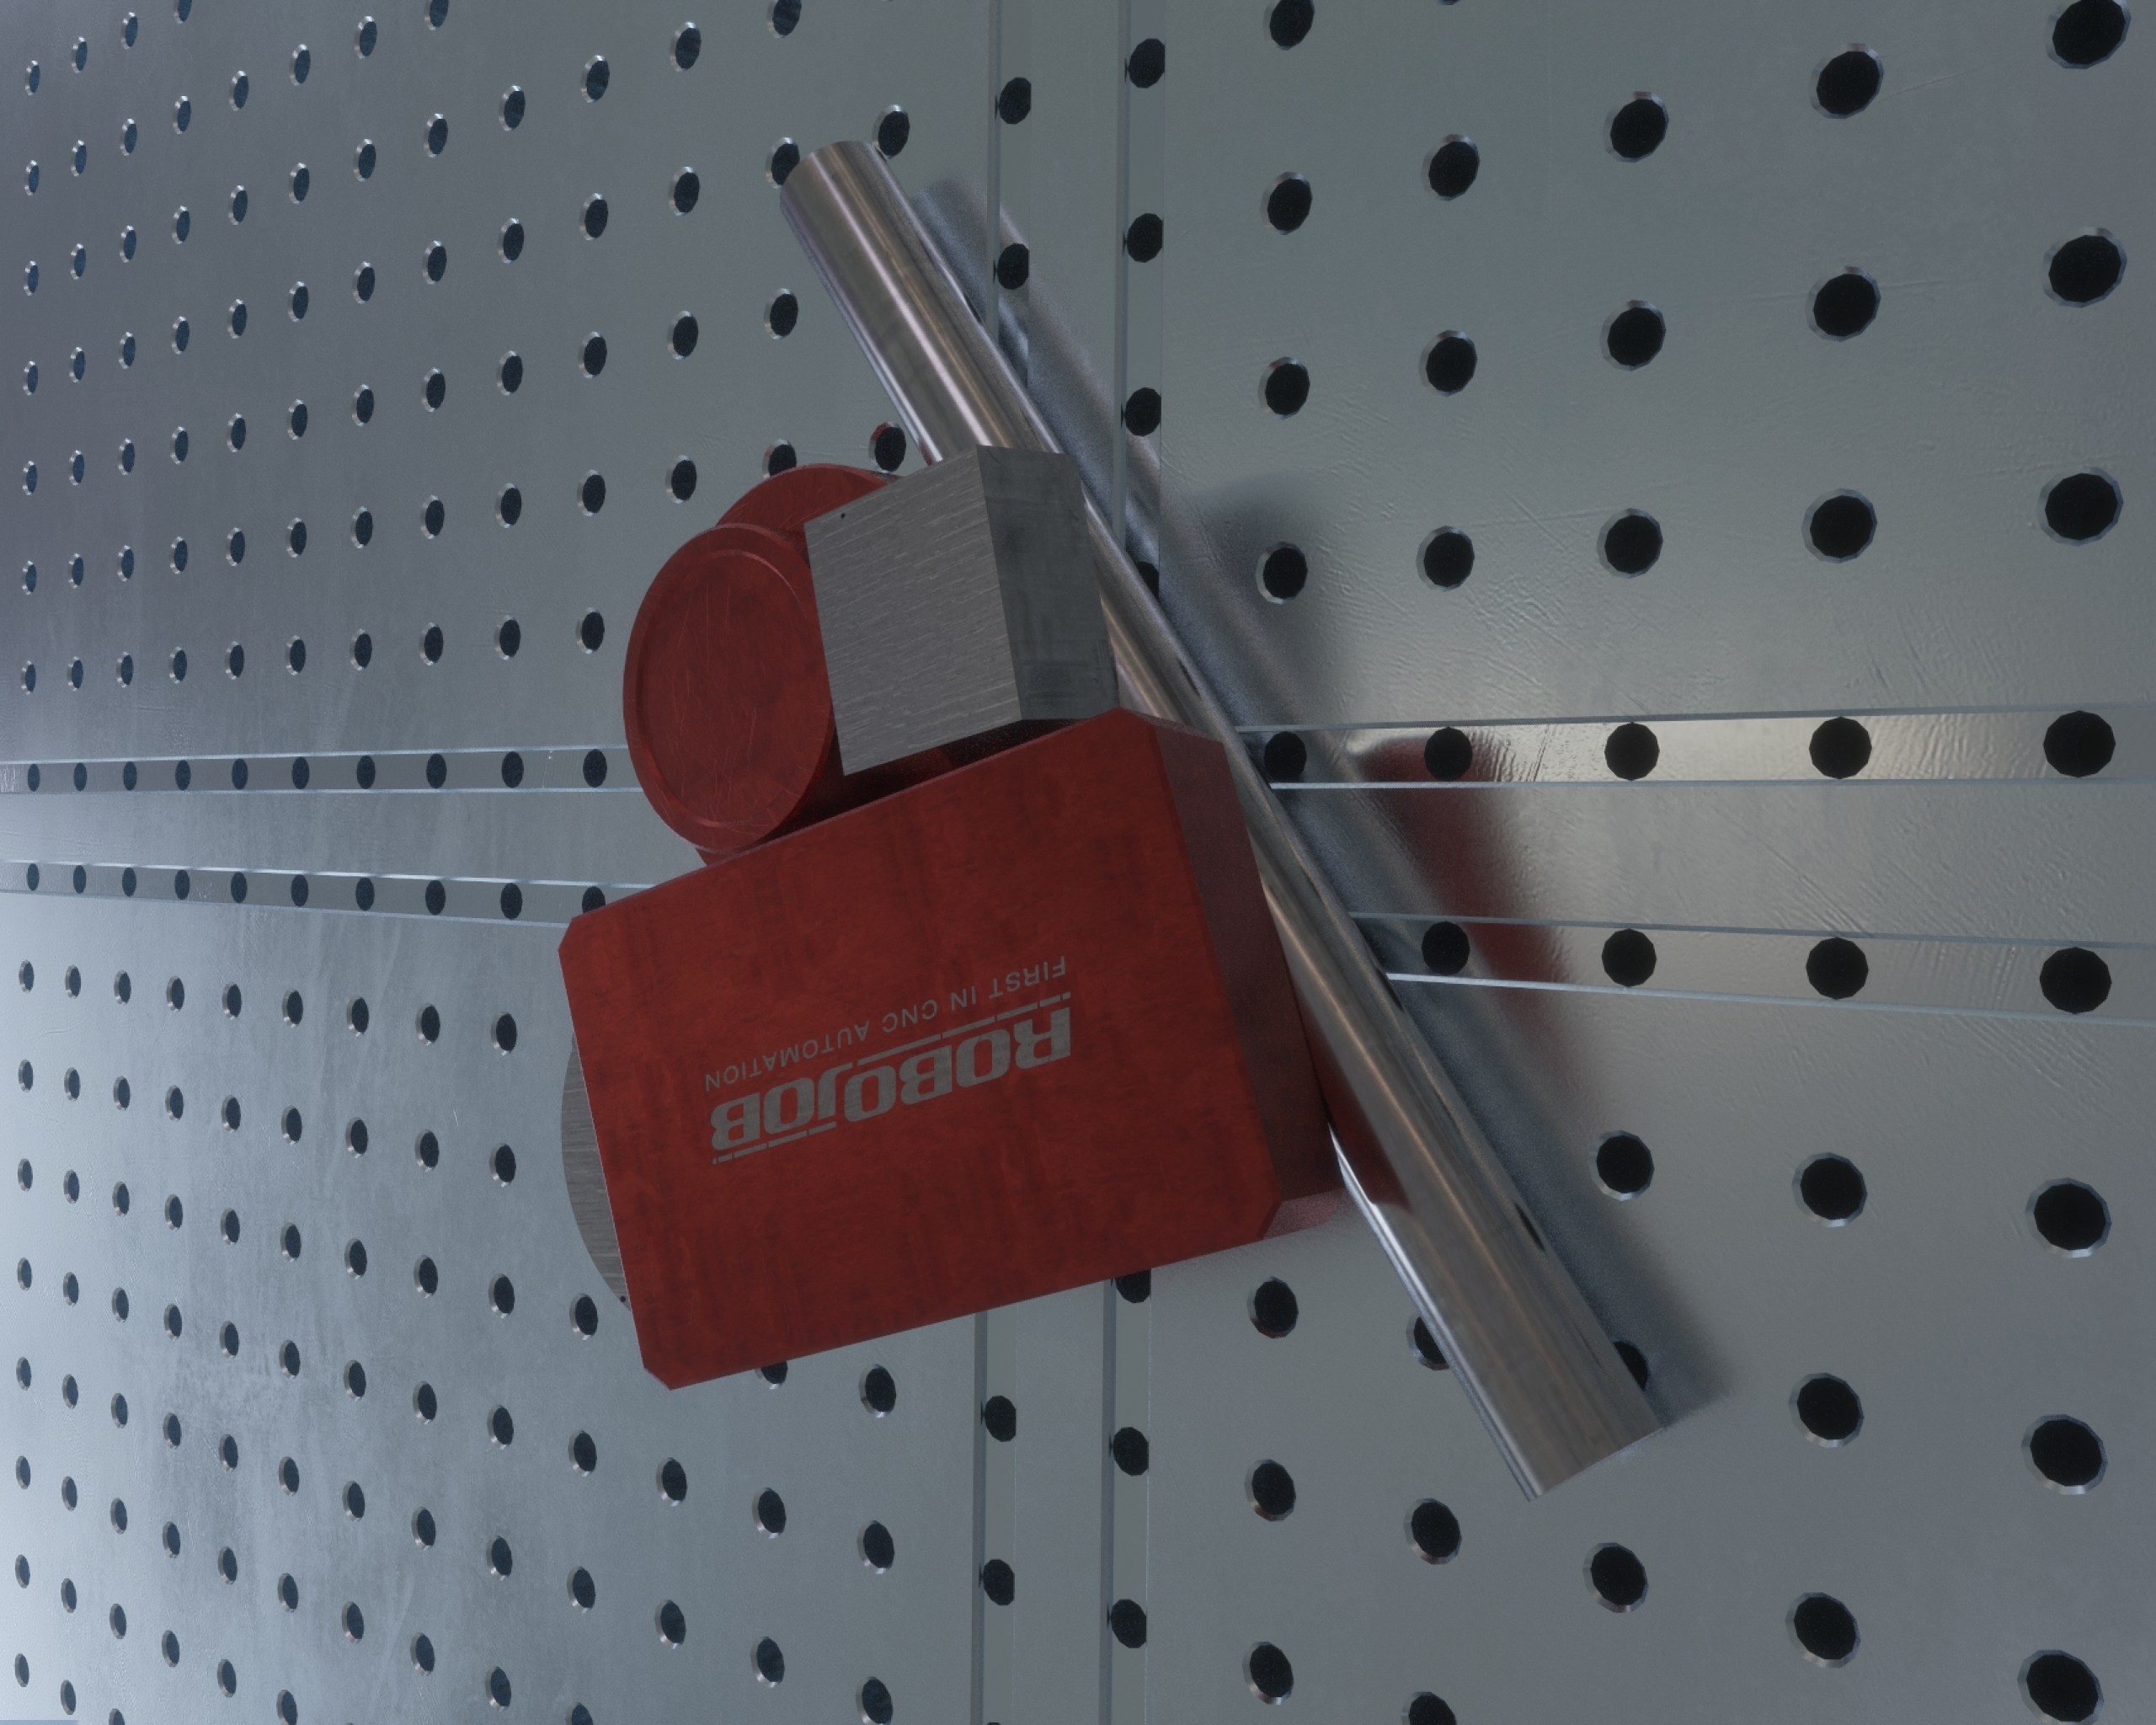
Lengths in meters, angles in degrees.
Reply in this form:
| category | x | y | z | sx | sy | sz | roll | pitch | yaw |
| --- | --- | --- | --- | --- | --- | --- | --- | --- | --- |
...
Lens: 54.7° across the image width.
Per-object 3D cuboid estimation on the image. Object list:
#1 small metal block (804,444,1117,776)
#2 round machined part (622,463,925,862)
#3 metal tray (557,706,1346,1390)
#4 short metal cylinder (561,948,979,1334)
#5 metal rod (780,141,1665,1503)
| category | x | y | z | sx | sy | sz | roll | pitch | yaw |
| --- | --- | --- | --- | --- | --- | --- | --- | --- | --- |
| small metal block | -0.022 | -0.046 | 0.392 | 0.050 | 0.025 | 0.050 | -14 | 84 | 44 |
| round machined part | -0.059 | -0.036 | 0.440 | 0.098 | 0.042 | 0.097 | 0 | 90 | 41 |
| metal tray | -0.027 | 0.036 | 0.373 | 0.130 | 0.030 | 0.090 | -20 | 78 | 25 |
| short metal cylinder | -0.064 | 0.057 | 0.440 | 0.080 | 0.050 | 0.079 | 0 | 90 | 40 |
| metal rod | 0.016 | -0.024 | 0.392 | 0.025 | 0.025 | 0.299 | -43 | 64 | 31 |
